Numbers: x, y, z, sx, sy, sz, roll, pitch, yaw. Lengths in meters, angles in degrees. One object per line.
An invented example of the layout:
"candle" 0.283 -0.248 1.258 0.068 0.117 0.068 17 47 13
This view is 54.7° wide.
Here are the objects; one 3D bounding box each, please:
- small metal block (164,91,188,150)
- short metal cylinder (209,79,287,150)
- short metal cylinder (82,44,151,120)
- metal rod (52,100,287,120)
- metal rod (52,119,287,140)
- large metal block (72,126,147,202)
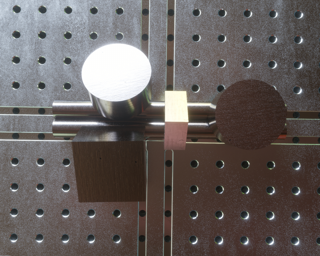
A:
"small metal block" 0.018 -0.009 0.369 0.025 0.050 0.050 1 48 0
"short metal cylinder" 0.102 -0.015 0.373 0.081 0.050 0.079 0 90 0
"short metal cylinder" -0.051 -0.056 0.383 0.081 0.050 0.080 0 66 -1
"metal rod" 0.013 -0.023 0.410 0.302 0.025 0.025 1 90 0
"metal rod" 0.013 0.002 0.410 0.302 0.025 0.025 1 90 0
"large metal block" -0.058 0.043 0.383 0.081 0.050 0.079 -1 110 0
